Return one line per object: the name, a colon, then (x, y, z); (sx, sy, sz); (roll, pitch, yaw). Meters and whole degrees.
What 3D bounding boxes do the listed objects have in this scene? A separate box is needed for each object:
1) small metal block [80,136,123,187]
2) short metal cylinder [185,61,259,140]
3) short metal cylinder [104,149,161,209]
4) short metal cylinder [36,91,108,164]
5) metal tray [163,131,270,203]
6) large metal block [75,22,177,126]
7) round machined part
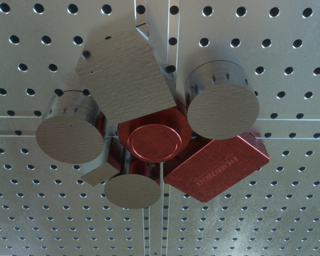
small metal block: (-0.080, 0.046, 0.433); (0.050, 0.050, 0.025); (-30, 124, 23)
short metal cylinder: (0.071, -0.032, 0.368); (0.081, 0.050, 0.079); (0, 130, 0)
short metal cylinder: (-0.039, 0.076, 0.458); (0.081, 0.050, 0.079); (0, 130, 0)
short metal cylinder: (-0.108, 0.000, 0.393); (0.081, 0.050, 0.079); (0, 130, 0)
metal tray: (0.078, 0.051, 0.451); (0.090, 0.030, 0.129); (33, 122, -25)
large metal block: (-0.034, -0.058, 0.346); (0.080, 0.050, 0.080); (-17, 128, 13)
round machined part: (-0.007, 0.008, 0.406); (0.099, 0.042, 0.097); (0, 130, 0)
